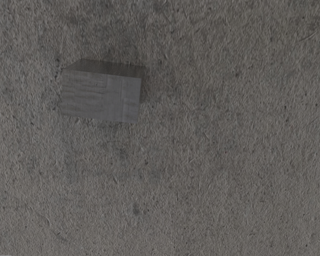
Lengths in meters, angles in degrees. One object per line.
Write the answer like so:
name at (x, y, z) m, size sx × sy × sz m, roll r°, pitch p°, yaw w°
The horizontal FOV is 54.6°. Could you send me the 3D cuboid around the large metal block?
large metal block at (-0.062, -0.046, 0.363) m, size 0.080 × 0.080 × 0.050 m, roll 6°, pitch 110°, yaw -3°
